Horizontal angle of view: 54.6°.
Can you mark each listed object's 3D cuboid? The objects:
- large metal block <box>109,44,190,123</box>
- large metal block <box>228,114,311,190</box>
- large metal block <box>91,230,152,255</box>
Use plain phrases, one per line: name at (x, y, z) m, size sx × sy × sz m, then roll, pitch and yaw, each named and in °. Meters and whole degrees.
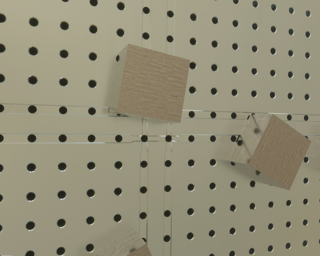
large metal block at (-0.014, -0.052, 0.394) m, size 0.081 × 0.050 × 0.080 m, roll 10°, pitch 87°, yaw -20°
large metal block at (0.162, 0.034, 0.459) m, size 0.080 × 0.050 × 0.080 m, roll 32°, pitch 80°, yaw -17°
large metal block at (-0.044, 0.189, 0.383) m, size 0.080 × 0.050 × 0.080 m, roll -25°, pitch 99°, yaw -18°
